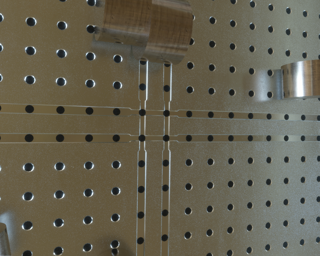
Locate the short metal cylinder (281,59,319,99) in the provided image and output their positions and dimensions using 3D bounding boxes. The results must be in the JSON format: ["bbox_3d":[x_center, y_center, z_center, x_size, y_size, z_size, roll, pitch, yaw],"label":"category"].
[{"bbox_3d":[0.227,-0.071,0.469,0.081,0.080,0.050,-3,91,-20],"label":"short metal cylinder"}]

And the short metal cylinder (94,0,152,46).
[{"bbox_3d":[-0.046,-0.141,0.367,0.050,0.080,0.079,3,89,-20],"label":"short metal cylinder"}]

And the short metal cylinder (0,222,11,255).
[{"bbox_3d":[-0.195,0.135,0.312,0.081,0.080,0.050,-9,94,-20],"label":"short metal cylinder"}]

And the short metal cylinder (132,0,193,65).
[{"bbox_3d":[0.000,-0.121,0.384,0.050,0.080,0.079,3,89,-21],"label":"short metal cylinder"}]

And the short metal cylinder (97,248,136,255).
[{"bbox_3d":[-0.052,0.198,0.381,0.081,0.050,0.079,0,90,-20],"label":"short metal cylinder"}]
